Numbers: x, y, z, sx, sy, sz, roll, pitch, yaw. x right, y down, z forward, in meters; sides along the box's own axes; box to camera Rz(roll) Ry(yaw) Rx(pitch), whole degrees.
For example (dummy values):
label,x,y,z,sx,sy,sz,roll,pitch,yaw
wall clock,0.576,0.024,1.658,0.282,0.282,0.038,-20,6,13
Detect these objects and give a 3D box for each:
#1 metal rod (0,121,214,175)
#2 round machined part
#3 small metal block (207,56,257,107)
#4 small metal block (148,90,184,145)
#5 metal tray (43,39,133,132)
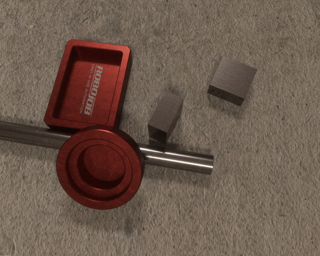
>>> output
label,x,y,z,sx,sy,sz,roll,pitch,yaw
metal rod,-0.083,0.023,0.398,0.302,0.025,0.025,9,70,3
round machined part,-0.067,0.043,0.367,0.099,0.042,0.097,1,105,5
small metal block,0.101,-0.065,0.433,0.050,0.025,0.050,24,72,8
small metal block,0.007,-0.012,0.399,0.025,0.050,0.050,24,72,8
metal tray,-0.094,-0.054,0.424,0.091,0.030,0.130,8,70,2
